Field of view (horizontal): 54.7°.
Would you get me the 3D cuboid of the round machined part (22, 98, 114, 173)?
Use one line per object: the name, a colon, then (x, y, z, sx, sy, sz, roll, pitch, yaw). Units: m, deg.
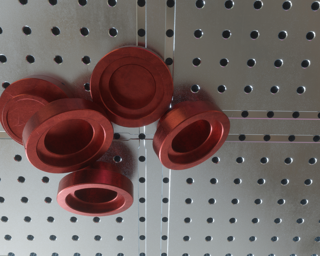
round machined part: (-0.108, 0.004, 0.361, 0.099, 0.042, 0.097, -20, 139, -18)

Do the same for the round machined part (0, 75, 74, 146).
round machined part: (-0.158, -0.016, 0.396, 0.099, 0.042, 0.097, 0, 110, -1)

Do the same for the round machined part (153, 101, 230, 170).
round machined part: (0.035, 0.004, 0.391, 0.099, 0.042, 0.097, -18, 138, -17)

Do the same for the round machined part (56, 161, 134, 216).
round machined part: (-0.085, 0.080, 0.418, 0.099, 0.042, 0.097, -3, 141, -2)

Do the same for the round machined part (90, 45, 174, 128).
round machined part: (-0.033, -0.053, 0.384, 0.099, 0.042, 0.097, 0, 110, -1)
